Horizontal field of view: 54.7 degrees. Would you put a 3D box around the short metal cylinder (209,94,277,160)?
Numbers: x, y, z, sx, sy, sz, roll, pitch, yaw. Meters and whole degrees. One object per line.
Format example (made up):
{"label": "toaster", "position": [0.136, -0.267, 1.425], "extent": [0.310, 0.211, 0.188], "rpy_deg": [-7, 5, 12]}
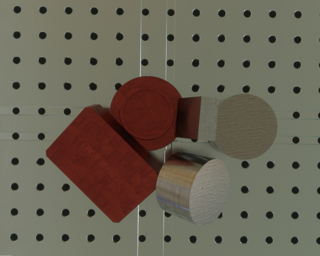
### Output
{"label": "short metal cylinder", "position": [0.102, -0.002, 0.398], "extent": [0.081, 0.050, 0.079], "rpy_deg": [0, 90, 0]}

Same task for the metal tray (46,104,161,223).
{"label": "metal tray", "position": [-0.068, 0.045, 0.395], "extent": [0.130, 0.030, 0.090], "rpy_deg": [45, 105, -1]}

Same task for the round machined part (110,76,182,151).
{"label": "round machined part", "position": [-0.016, -0.019, 0.400], "extent": [0.099, 0.042, 0.097], "rpy_deg": [0, 90, 0]}

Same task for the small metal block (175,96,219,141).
{"label": "small metal block", "position": [0.044, -0.011, 0.379], "extent": [0.025, 0.050, 0.050], "rpy_deg": [6, 89, -28]}

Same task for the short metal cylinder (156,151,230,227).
{"label": "short metal cylinder", "position": [0.041, 0.072, 0.376], "extent": [0.050, 0.081, 0.080], "rpy_deg": [10, 90, 43]}
